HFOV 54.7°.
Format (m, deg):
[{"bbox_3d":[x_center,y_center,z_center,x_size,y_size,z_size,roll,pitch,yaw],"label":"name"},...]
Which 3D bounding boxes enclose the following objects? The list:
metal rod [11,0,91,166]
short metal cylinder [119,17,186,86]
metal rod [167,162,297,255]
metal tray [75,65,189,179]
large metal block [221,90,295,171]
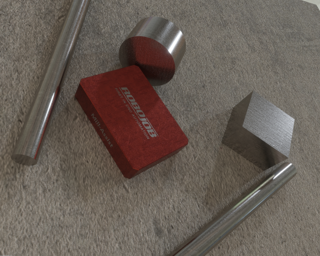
[{"bbox_3d":[-0.125,-0.092,0.393,0.025,0.025,0.300,18,55,-18],"label":"metal rod"},{"bbox_3d":[-0.010,-0.105,0.429,0.080,0.080,0.050,31,51,-9],"label":"short metal cylinder"},{"bbox_3d":[0.086,0.113,0.382,0.302,0.025,0.025,-24,75,-37],"label":"metal rod"},{"bbox_3d":[-0.035,-0.013,0.391,0.091,0.030,0.130,-25,75,-37],"label":"metal tray"},{"bbox_3d":[0.149,0.004,0.468,0.080,0.050,0.080,34,51,-7],"label":"large metal block"}]
